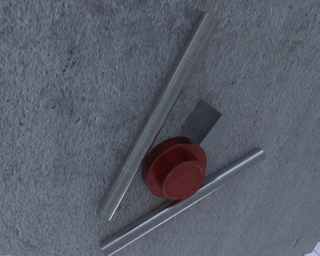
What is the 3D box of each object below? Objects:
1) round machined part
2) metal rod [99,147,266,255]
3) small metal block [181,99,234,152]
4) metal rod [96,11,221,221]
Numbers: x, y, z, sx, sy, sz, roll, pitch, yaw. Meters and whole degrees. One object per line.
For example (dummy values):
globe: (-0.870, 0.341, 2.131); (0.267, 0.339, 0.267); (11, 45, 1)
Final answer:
round machined part: (0.026, 0.065, 0.451); (0.099, 0.042, 0.097); (-14, 124, -21)
metal rod: (0.043, 0.115, 0.501); (0.301, 0.025, 0.025); (-29, 128, -10)
small metal block: (0.063, -0.005, 0.422); (0.025, 0.050, 0.050); (27, 104, -37)
metal rod: (-0.010, -0.004, 0.399); (0.025, 0.025, 0.298); (17, 109, -35)
